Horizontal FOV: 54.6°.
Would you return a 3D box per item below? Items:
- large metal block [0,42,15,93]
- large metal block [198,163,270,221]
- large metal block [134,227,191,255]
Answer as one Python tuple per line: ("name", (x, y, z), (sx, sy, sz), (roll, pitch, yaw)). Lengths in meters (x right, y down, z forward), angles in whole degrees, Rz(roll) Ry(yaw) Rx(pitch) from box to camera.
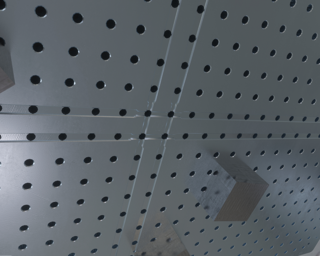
("large metal block", (-0.165, -0.067, 0.244), (0.050, 0.080, 0.080), (-33, 129, -7))
("large metal block", (0.125, 0.112, 0.531), (0.081, 0.050, 0.080), (11, 113, -33))
("large metal block", (0.013, 0.236, 0.547), (0.080, 0.050, 0.080), (-32, 129, -7))
